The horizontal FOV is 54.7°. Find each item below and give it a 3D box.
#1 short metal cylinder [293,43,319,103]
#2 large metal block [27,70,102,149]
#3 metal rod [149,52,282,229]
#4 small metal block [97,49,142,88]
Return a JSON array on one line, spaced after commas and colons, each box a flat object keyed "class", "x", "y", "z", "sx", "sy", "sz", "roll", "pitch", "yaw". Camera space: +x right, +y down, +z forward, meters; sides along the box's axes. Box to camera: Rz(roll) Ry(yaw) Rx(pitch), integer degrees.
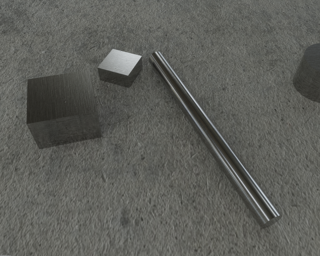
[{"class": "short metal cylinder", "x": 0.247, "y": -0.082, "z": 0.459, "sx": 0.081, "sy": 0.050, "sz": 0.080, "roll": 0, "pitch": 50, "yaw": 0}, {"class": "large metal block", "x": -0.125, "y": -0.026, "z": 0.407, "sx": 0.081, "sy": 0.050, "sz": 0.080, "roll": -11, "pitch": 51, "yaw": -10}, {"class": "metal rod", "x": 0.055, "y": -0.007, "z": 0.409, "sx": 0.025, "sy": 0.025, "sz": 0.300, "roll": -19, "pitch": 53, "yaw": -16}, {"class": "small metal block", "x": -0.061, "y": -0.093, "z": 0.481, "sx": 0.050, "sy": 0.025, "sz": 0.050, "roll": 17, "pitch": 52, "yaw": 13}]
